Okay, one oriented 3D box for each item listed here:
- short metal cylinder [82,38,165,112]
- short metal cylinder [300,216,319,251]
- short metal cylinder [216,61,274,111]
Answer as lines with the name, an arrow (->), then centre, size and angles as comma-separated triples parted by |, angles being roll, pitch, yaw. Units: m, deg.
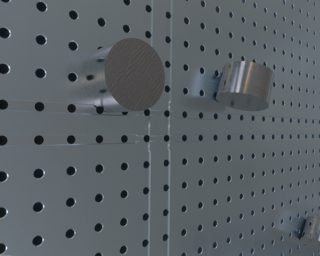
short metal cylinder -> -0.041, -0.058, 0.358 | 0.081, 0.050, 0.079 | 0, 90, -40
short metal cylinder -> 0.353, 0.233, 0.669 | 0.080, 0.080, 0.050 | 44, 64, -31
short metal cylinder -> 0.133, -0.063, 0.484 | 0.080, 0.080, 0.050 | 23, 75, -38
